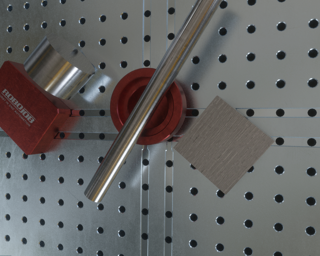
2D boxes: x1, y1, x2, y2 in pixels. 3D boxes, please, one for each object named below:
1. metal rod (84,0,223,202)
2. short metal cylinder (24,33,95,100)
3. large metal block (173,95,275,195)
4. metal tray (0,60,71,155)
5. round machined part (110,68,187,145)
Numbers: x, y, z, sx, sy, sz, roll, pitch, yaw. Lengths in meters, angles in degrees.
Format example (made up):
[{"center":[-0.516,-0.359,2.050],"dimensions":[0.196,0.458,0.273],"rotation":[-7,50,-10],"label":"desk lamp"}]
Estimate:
[{"center":[-0.009,-0.038,0.371],"dimensions":[0.025,0.025,0.299],"rotation":[35,101,16],"label":"metal rod"},{"center":[-0.138,-0.085,0.432],"dimensions":[0.050,0.080,0.080],"rotation":[-44,76,15],"label":"short metal cylinder"},{"center":[0.078,0.019,0.372],"dimensions":[0.080,0.050,0.080],"rotation":[42,103,15],"label":"large metal block"},{"center":[-0.213,-0.032,0.485],"dimensions":[0.130,0.030,0.090],"rotation":[41,103,15],"label":"metal tray"},{"center":[-0.012,-0.027,0.408],"dimensions":[0.098,0.042,0.097],"rotation":[0,90,20],"label":"round machined part"}]
